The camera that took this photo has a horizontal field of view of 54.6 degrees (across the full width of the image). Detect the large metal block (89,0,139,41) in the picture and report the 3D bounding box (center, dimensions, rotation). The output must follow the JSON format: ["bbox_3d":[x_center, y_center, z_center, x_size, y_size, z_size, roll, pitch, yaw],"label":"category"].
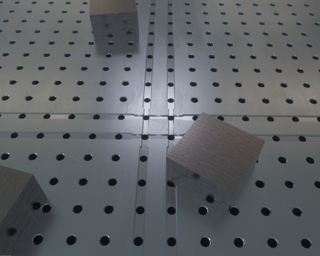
[{"bbox_3d":[-0.083,-0.207,0.565,0.080,0.050,0.080,-6,50,-5],"label":"large metal block"}]

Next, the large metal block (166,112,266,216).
[{"bbox_3d":[0.063,0.039,0.360,0.080,0.050,0.080,27,55,21],"label":"large metal block"}]

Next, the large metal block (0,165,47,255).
[{"bbox_3d":[-0.180,0.084,0.320,0.080,0.050,0.080,13,51,10],"label":"large metal block"}]
